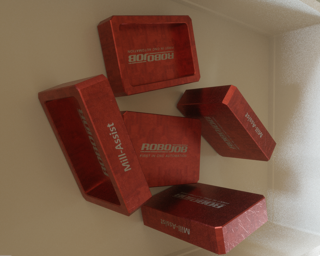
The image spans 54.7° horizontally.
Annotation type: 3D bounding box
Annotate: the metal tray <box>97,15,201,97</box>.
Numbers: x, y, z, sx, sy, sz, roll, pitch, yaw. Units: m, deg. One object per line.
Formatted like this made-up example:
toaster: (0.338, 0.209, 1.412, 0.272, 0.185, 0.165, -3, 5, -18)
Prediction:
metal tray: (-0.008, -0.094, 0.396, 0.131, 0.030, 0.089, -17, 101, -39)

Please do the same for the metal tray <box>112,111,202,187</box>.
metal tray: (-0.003, 0.028, 0.399, 0.131, 0.030, 0.089, 4, 87, -40)

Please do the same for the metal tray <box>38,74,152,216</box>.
metal tray: (-0.066, 0.017, 0.308, 0.030, 0.090, 0.129, -31, 110, -37)

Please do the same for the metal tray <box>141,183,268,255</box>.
metal tray: (0.050, 0.101, 0.379, 0.091, 0.130, 0.030, -17, 101, -40)

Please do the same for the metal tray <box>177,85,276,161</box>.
metal tray: (0.096, -0.004, 0.444, 0.130, 0.090, 0.030, 45, 63, -31)
